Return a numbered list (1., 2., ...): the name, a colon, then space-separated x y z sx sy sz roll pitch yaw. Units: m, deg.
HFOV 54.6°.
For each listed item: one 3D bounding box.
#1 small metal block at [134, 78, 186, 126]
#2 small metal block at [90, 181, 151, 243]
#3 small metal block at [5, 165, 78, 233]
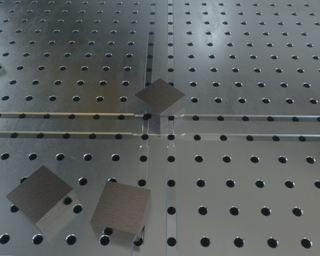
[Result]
1. small metal block: 0.000 -0.038 0.440 0.050 0.025 0.050 37 59 27
2. small metal block: -0.040 0.089 0.333 0.050 0.025 0.050 11 51 9
3. small metal block: -0.129 0.077 0.342 0.050 0.025 0.050 31 56 23
